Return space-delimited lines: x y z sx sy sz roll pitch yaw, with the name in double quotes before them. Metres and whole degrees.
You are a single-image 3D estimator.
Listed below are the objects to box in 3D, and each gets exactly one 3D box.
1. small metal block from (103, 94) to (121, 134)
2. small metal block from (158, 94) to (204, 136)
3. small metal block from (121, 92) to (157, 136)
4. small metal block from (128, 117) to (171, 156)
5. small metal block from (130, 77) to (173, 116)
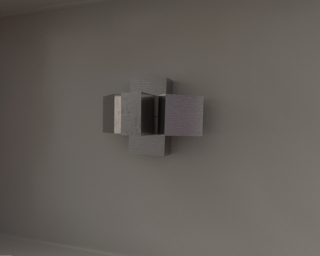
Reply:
"small metal block" -0.057 -0.018 0.414 0.050 0.025 0.050 2 91 63
"small metal block" 0.025 -0.016 0.387 0.050 0.025 0.050 1 91 -20
"small metal block" -0.025 -0.016 0.377 0.025 0.050 0.050 1 90 19
"small metal block" -0.013 0.010 0.413 0.050 0.025 0.050 3 91 20
"small metal block" -0.012 -0.040 0.412 0.050 0.025 0.050 3 91 19
